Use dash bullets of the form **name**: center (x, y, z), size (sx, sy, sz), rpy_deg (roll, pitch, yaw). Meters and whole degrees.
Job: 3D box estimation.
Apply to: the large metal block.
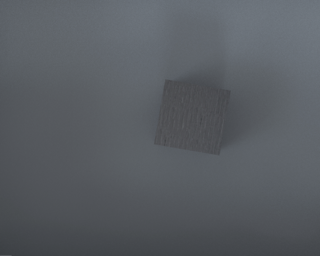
- **large metal block**: center (0.039, -0.013, 0.399), size (0.080, 0.050, 0.080), rpy_deg (10, 90, 0)
